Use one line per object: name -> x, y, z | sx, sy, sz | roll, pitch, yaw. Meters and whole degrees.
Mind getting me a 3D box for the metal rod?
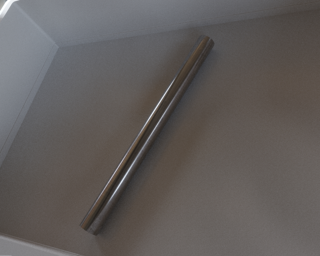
metal rod -> -0.010, -0.001, 0.409 | 0.025, 0.025, 0.300 | 22, 73, 36
